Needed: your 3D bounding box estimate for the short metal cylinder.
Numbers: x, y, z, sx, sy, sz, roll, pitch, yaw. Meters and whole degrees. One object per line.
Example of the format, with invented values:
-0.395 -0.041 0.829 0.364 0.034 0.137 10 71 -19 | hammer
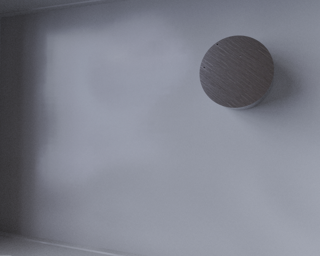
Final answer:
0.092 -0.062 0.365 0.080 0.050 0.080 0 90 20 | short metal cylinder
